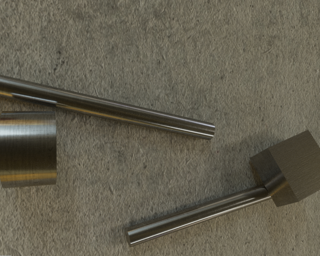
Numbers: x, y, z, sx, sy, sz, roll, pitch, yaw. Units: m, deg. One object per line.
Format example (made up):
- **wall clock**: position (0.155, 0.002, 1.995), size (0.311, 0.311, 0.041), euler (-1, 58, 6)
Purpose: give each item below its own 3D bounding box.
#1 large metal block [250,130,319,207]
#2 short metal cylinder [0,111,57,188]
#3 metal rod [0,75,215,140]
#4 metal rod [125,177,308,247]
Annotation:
- **large metal block**: position (0.194, 0.059, 0.453), size (0.081, 0.050, 0.080), euler (-20, 74, -22)
- **short metal cylinder**: position (-0.138, 0.022, 0.329), size (0.050, 0.080, 0.079), euler (-1, 91, -20)
- **metal rod**: position (-0.068, -0.024, 0.384), size (0.302, 0.025, 0.025), euler (12, 86, -20)
- **metal rod**: position (0.098, 0.110, 0.446), size (0.303, 0.025, 0.025), euler (-12, 94, -20)
